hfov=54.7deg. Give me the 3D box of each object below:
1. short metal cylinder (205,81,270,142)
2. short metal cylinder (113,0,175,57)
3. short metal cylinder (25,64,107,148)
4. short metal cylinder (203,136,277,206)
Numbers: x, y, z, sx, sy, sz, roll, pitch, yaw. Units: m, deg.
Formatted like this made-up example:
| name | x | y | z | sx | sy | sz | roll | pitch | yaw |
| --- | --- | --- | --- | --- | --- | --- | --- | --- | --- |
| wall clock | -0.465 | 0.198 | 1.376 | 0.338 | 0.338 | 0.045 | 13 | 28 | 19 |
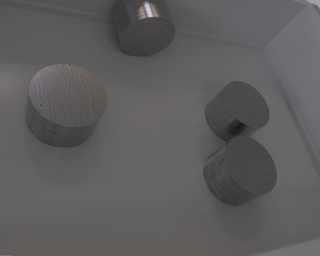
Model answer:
| name | x | y | z | sx | sy | sz | roll | pitch | yaw |
| --- | --- | --- | --- | --- | --- | --- | --- | --- | --- |
| short metal cylinder | 0.116 | -0.024 | 0.466 | 0.081 | 0.050 | 0.080 | 14 | 56 | -21 |
| short metal cylinder | -0.024 | -0.149 | 0.448 | 0.081 | 0.080 | 0.050 | -2 | 63 | -29 |
| short metal cylinder | -0.106 | -0.024 | 0.347 | 0.081 | 0.050 | 0.080 | 14 | 56 | -21 |
| short metal cylinder | 0.105 | 0.057 | 0.411 | 0.081 | 0.050 | 0.080 | 14 | 56 | -21 |
